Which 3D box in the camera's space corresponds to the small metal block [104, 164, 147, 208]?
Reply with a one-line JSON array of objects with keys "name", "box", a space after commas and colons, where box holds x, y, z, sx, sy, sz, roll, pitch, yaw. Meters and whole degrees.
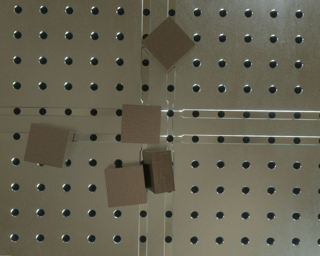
[{"name": "small metal block", "box": [-0.044, 0.076, 0.413, 0.050, 0.025, 0.050, -6, 90, 0]}]

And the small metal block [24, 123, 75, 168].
[{"name": "small metal block", "box": [-0.146, 0.023, 0.413, 0.050, 0.025, 0.050, 11, 90, 0]}]

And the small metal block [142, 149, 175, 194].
[{"name": "small metal block", "box": [-0.003, 0.054, 0.398, 0.025, 0.050, 0.050, -6, 90, -16]}]

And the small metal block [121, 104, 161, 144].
[{"name": "small metal block", "box": [-0.025, -0.005, 0.413, 0.050, 0.025, 0.050, 3, 90, 0]}]

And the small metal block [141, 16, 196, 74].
[{"name": "small metal block", "box": [0.011, -0.110, 0.413, 0.050, 0.025, 0.050, -43, 90, 0]}]
